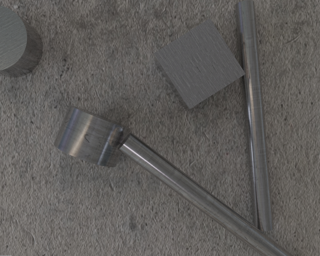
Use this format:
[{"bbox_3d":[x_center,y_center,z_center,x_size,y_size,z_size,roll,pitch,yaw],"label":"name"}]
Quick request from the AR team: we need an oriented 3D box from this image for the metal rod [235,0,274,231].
[{"bbox_3d":[0.125,-0.016,0.411,0.025,0.025,0.298,-5,90,0],"label":"metal rod"}]

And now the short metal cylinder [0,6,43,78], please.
[{"bbox_3d":[-0.200,-0.108,0.396,0.081,0.050,0.080,0,90,0],"label":"short metal cylinder"}]

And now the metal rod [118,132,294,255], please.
[{"bbox_3d":[0.076,0.106,0.383,0.301,0.025,0.025,38,90,-11],"label":"metal rod"}]

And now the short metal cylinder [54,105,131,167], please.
[{"bbox_3d":[-0.082,0.010,0.382,0.080,0.080,0.050,22,90,0],"label":"short metal cylinder"}]

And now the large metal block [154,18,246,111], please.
[{"bbox_3d":[0.048,-0.078,0.398,0.080,0.050,0.080,-32,90,0],"label":"large metal block"}]
